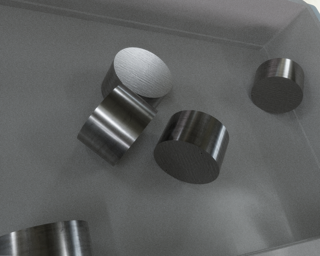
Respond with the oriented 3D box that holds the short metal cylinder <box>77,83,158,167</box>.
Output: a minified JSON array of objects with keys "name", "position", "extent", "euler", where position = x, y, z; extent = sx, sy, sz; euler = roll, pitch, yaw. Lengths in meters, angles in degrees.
[{"name":"short metal cylinder","position":[-0.047,-0.003,0.348],"extent":[0.050,0.080,0.080],"euler":[39,51,-3]}]

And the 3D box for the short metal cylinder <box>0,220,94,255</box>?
[{"name":"short metal cylinder","position":[-0.095,0.112,0.251],"extent":[0.081,0.080,0.050],"euler":[-3,63,-30]}]

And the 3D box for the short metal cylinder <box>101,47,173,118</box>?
[{"name":"short metal cylinder","position":[-0.031,-0.059,0.408],"extent":[0.081,0.050,0.080],"euler":[15,53,-21]}]

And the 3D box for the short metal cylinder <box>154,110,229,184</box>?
[{"name":"short metal cylinder","position":[0.039,0.024,0.378],"extent":[0.080,0.080,0.050],"euler":[33,51,-7]}]

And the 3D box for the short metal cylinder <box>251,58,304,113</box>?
[{"name":"short metal cylinder","position":[0.199,-0.071,0.524],"extent":[0.080,0.080,0.050],"euler":[31,52,-9]}]
